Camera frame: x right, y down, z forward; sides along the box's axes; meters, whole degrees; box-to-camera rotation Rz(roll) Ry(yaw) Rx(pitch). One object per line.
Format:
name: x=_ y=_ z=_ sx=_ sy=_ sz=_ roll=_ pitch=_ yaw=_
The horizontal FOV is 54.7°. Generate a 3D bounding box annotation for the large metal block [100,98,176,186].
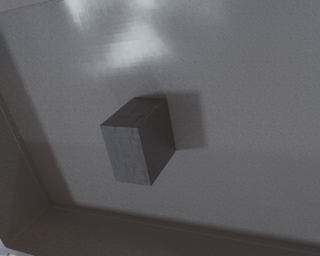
large metal block: x=-0.023 y=0.014 z=0.393 sx=0.050 sy=0.080 sz=0.079 roll=3 pitch=120 yaw=26
